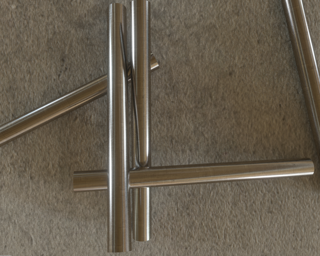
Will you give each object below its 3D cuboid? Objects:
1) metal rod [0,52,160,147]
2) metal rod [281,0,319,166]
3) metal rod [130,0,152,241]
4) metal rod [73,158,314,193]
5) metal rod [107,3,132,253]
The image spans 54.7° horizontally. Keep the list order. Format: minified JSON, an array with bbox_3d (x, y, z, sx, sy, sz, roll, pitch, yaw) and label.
[{"bbox_3d":[-0.141,-0.023,0.408,0.301,0.025,0.025,-26,90,-1],"label":"metal rod"},{"bbox_3d":[0.203,-0.054,0.412,0.025,0.025,0.298,-13,90,0],"label":"metal rod"},{"bbox_3d":[-0.024,-0.004,0.392,0.025,0.025,0.298,0,97,-1],"label":"metal rod"},{"bbox_3d":[0.049,0.057,0.386,0.302,0.025,0.025,-2,90,-10],"label":"metal rod"},{"bbox_3d":[-0.049,-0.015,0.365,0.025,0.025,0.299,-3,73,-1],"label":"metal rod"}]
